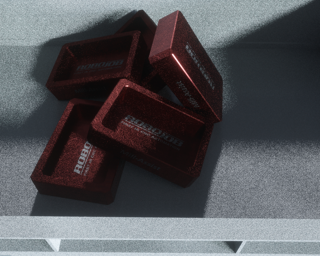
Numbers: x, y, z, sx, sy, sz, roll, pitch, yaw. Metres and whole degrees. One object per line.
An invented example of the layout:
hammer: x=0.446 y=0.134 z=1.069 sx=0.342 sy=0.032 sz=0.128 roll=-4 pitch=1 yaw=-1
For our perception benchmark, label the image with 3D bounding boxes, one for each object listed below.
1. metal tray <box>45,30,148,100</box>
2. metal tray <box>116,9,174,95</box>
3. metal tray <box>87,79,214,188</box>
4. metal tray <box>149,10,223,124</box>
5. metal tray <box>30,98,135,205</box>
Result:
metal tray: x=-0.089 y=-0.089 z=0.443 sx=0.130 sy=0.030 sz=0.090 roll=-4 pitch=55 yaw=19
metal tray: x=-0.028 y=-0.107 z=0.460 sx=0.090 sy=0.030 sz=0.130 roll=-40 pitch=53 yaw=13
metal tray: x=-0.008 y=0.004 z=0.370 sx=0.131 sy=0.030 sz=0.090 roll=26 pitch=50 yaw=-3
metal tray: x=0.040 y=-0.074 z=0.403 sx=0.030 sy=0.130 sz=0.090 roll=-18 pitch=43 yaw=30
metal tray: x=-0.086 y=0.023 z=0.381 sx=0.090 sy=0.030 sz=0.130 roll=8 pitch=50 yaw=6
